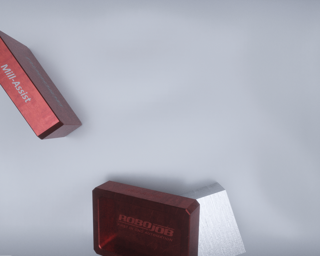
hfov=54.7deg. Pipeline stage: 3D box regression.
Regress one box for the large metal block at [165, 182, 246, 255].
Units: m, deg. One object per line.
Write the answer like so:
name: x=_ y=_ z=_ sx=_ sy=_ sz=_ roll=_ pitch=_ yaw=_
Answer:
large metal block: x=0.054 y=0.125 z=0.400 sx=0.080 sy=0.050 sz=0.080 roll=-18 pitch=90 yaw=-1

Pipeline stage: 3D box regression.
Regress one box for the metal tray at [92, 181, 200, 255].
metal tray: x=-0.020 y=0.121 z=0.372 sx=0.130 sy=0.030 sz=0.089 roll=6 pitch=102 yaw=27

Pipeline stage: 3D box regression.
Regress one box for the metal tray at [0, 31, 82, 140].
metal tray: x=-0.154 y=-0.049 z=0.376 sx=0.030 sy=0.090 sz=0.130 roll=-35 pitch=90 yaw=0
